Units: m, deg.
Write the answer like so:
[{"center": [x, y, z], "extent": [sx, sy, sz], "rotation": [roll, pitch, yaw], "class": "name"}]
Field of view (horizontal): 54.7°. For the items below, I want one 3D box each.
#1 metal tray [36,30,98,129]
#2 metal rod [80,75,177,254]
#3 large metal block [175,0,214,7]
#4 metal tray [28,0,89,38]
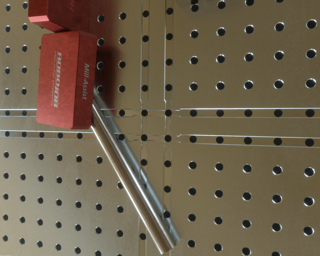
[{"center": [-0.134, -0.067, 0.439], "extent": [0.090, 0.030, 0.129], "rotation": [8, 95, 37], "class": "metal tray"}, {"center": [-0.064, 0.033, 0.434], "extent": [0.025, 0.025, 0.299], "rotation": [-34, 79, 16], "class": "metal rod"}, {"center": [0.053, -0.205, 0.380], "extent": [0.080, 0.050, 0.080], "rotation": [-5, 89, 19], "class": "large metal block"}, {"center": [-0.134, -0.198, 0.423], "extent": [0.030, 0.090, 0.129], "rotation": [3, 91, 20], "class": "metal tray"}]
